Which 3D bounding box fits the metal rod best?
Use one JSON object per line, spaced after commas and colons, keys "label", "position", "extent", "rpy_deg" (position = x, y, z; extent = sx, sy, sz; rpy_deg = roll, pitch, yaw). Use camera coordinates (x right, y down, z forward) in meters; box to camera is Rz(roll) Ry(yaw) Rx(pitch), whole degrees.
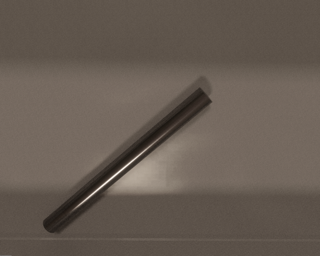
{"label": "metal rod", "position": [-0.053, 0.052, 0.429], "extent": [0.300, 0.025, 0.025], "rpy_deg": [-40, 106, 13]}
